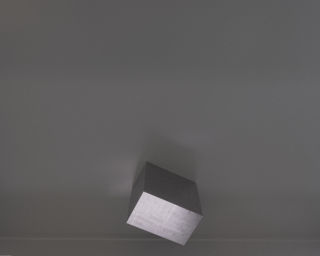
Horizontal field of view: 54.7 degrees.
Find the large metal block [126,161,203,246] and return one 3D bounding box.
[{"bbox_3d":[0.006,0.099,0.418,0.080,0.080,0.050,25,108,-9],"label":"large metal block"}]
